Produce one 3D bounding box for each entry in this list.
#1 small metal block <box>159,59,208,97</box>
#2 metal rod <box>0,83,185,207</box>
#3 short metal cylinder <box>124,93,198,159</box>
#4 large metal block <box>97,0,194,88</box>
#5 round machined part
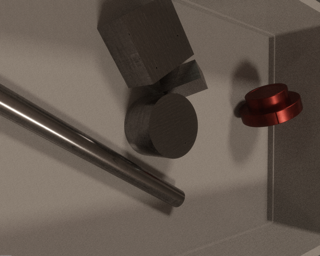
[{"bbox_3d":[0.031,-0.060,0.403,0.050,0.050,0.025,26,47,-70],"label":"small metal block"},{"bbox_3d":[-0.075,0.025,0.344,0.301,0.025,0.025,36,68,-34],"label":"metal rod"},{"bbox_3d":[0.002,-0.003,0.394,0.081,0.050,0.079,0,90,-40],"label":"short metal cylinder"},{"bbox_3d":[-0.015,-0.105,0.379,0.080,0.050,0.080,-41,115,-32],"label":"large metal block"},{"bbox_3d":[0.180,-0.042,0.513,0.099,0.098,0.042,-35,112,-35],"label":"round machined part"}]
